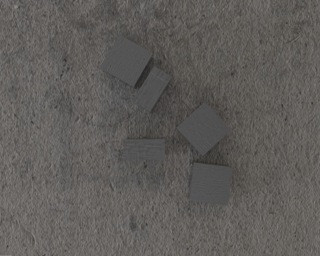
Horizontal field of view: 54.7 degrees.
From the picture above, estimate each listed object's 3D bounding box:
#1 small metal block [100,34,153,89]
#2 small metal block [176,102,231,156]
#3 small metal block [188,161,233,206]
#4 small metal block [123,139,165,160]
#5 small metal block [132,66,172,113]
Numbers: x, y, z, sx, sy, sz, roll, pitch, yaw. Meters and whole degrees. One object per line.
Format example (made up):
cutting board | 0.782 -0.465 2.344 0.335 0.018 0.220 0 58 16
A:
small metal block | -0.043 -0.087 0.409 0.050 0.025 0.050 30 90 0
small metal block | 0.056 0.001 0.410 0.050 0.025 0.050 -43 90 0
small metal block | 0.066 0.072 0.410 0.050 0.025 0.050 7 90 0
small metal block | -0.019 0.026 0.397 0.050 0.050 0.025 -1 90 0
small metal block | -0.009 -0.047 0.397 0.025 0.050 0.050 32 90 0
